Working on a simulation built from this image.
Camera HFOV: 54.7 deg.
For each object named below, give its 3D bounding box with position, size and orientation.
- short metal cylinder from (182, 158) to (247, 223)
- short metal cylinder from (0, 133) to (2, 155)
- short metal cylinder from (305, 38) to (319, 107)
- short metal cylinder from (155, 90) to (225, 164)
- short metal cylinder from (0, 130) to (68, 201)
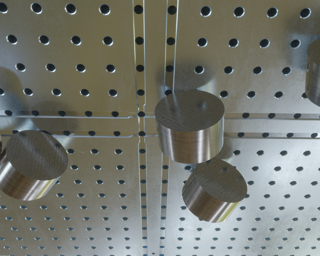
[{"bbox_3d":[0.079,0.090,0.454,0.081,0.080,0.050,14,129,-12],"label":"short metal cylinder"},{"bbox_3d":[-0.243,0.014,0.379,0.080,0.050,0.079,9,111,27],"label":"short metal cylinder"},{"bbox_3d":[0.198,-0.061,0.327,0.080,0.080,0.050,-11,129,9],"label":"short metal cylinder"},{"bbox_3d":[0.036,-0.003,0.374,0.080,0.080,0.050,-5,130,3],"label":"short metal cylinder"},{"bbox_3d":[-0.172,0.049,0.415,0.080,0.080,0.050,29,124,-23],"label":"short metal cylinder"}]
